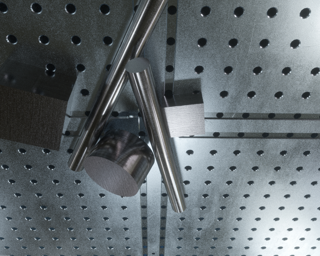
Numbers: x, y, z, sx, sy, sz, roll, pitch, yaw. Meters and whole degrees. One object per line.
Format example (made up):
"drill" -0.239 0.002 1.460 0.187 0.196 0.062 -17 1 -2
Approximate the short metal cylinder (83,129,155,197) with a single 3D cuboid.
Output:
"short metal cylinder" -0.054 0.047 0.416 0.080 0.050 0.080 18 140 16

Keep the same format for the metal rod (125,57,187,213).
"metal rod" 0.005 0.035 0.416 0.025 0.025 0.299 -9 138 7

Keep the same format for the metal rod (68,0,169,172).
"metal rod" -0.056 -0.048 0.370 0.025 0.025 0.298 21 127 -17

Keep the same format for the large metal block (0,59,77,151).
"large metal block" -0.151 -0.026 0.371 0.081 0.050 0.079 14 129 -12

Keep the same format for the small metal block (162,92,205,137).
"small metal block" 0.031 -0.016 0.398 0.050 0.025 0.050 -6 130 4
